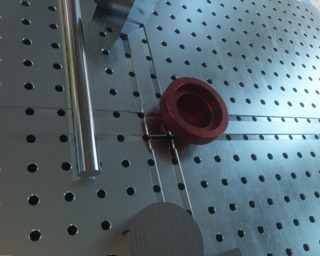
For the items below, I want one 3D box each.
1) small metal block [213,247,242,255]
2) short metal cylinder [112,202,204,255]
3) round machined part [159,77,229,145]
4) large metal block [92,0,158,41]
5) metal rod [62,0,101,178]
[{"bbox_3d":[0.072,0.168,0.346,0.050,0.025,0.050,-6,65,-31],"label":"small metal block"},{"bbox_3d":[-0.003,0.122,0.317,0.081,0.050,0.080,14,56,-21],"label":"short metal cylinder"},{"bbox_3d":[0.043,-0.020,0.435,0.099,0.042,0.098,14,56,-21],"label":"round machined part"},{"bbox_3d":[-0.046,-0.190,0.466,0.050,0.080,0.080,43,51,1],"label":"large metal block"},{"bbox_3d":[-0.107,-0.082,0.401,0.025,0.025,0.299,2,61,-28],"label":"metal rod"}]
